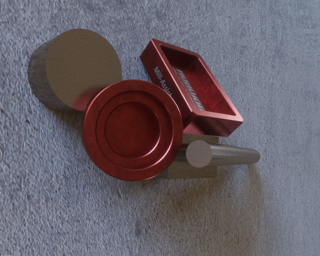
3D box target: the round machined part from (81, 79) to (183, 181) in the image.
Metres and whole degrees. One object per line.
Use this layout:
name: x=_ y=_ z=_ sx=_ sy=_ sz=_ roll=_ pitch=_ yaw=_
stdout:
round machined part: x=-0.030 y=0.002 z=0.314 sx=0.099 sy=0.042 sz=0.097 roll=0 pitch=89 yaw=-20

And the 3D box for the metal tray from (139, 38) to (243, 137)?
metal tray: x=0.038 y=-0.050 z=0.387 sx=0.091 sy=0.030 sz=0.130 roll=6 pitch=47 yaw=-40

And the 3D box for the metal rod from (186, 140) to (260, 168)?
metal rod: x=0.101 y=0.037 z=0.416 sx=0.301 sy=0.025 sz=0.025 roll=12 pitch=82 yaw=-64

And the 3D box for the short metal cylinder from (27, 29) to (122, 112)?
short metal cylinder: x=-0.087 y=-0.056 z=0.318 sx=0.081 sy=0.050 sz=0.079 roll=0 pitch=90 yaw=-40

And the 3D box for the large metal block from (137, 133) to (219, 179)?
large metal block: x=0.014 y=0.032 z=0.384 sx=0.081 sy=0.080 sz=0.050 roll=6 pitch=87 yaw=-40
